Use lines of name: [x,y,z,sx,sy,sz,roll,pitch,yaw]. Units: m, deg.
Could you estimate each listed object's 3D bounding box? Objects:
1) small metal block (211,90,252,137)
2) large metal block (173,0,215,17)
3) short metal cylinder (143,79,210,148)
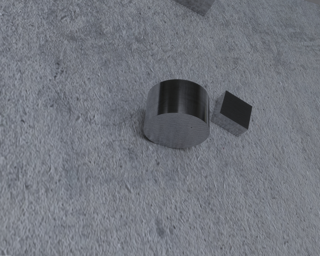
small metal block: [0.111,-0.022,0.477,0.050,0.025,0.050,30,52,-9]
large metal block: [0.066,-0.272,0.589,0.080,0.050,0.080,23,53,-15]
short metal cylinder: [0.022,-0.016,0.390,0.081,0.080,0.050,17,55,-18]
